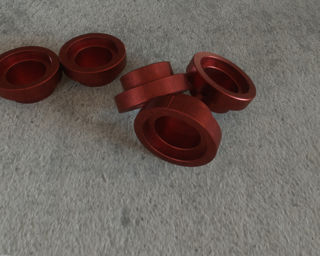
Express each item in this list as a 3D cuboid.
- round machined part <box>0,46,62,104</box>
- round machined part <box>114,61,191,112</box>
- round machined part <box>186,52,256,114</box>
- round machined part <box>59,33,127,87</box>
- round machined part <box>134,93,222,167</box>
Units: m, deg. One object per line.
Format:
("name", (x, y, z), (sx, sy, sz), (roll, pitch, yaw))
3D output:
("round machined part", (-0.192, -0.073, 0.451), (0.099, 0.042, 0.098), (0, 50, 0))
("round machined part", (-0.013, -0.054, 0.400), (0.099, 0.098, 0.042), (-19, 92, -16))
("round machined part", (0.078, -0.058, 0.426), (0.099, 0.042, 0.098), (19, 40, -17))
("round machined part", (-0.100, -0.101, 0.475), (0.099, 0.042, 0.098), (0, 50, 0))
("round machined part", (0.023, -0.002, 0.357), (0.098, 0.097, 0.042), (17, 53, 13))
